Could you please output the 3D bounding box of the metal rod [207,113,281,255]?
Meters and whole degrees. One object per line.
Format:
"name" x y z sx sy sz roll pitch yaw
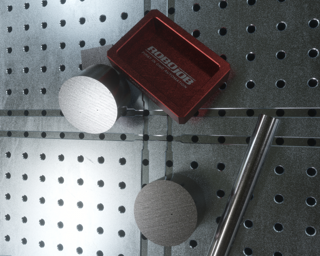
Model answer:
"metal rod" 0.083 0.127 0.383 0.025 0.025 0.298 21 97 18

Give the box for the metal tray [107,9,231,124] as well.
"metal tray" 0.010 -0.079 0.389 0.130 0.030 0.090 42 81 15

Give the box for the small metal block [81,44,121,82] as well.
"small metal block" -0.082 -0.088 0.442 0.050 0.025 0.050 -6 88 19

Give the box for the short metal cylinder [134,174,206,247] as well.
"short metal cylinder" 0.014 0.102 0.394 0.080 0.050 0.079 0 90 20

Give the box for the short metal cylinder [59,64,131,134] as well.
"short metal cylinder" -0.085 -0.039 0.413 0.080 0.050 0.079 7 120 13
